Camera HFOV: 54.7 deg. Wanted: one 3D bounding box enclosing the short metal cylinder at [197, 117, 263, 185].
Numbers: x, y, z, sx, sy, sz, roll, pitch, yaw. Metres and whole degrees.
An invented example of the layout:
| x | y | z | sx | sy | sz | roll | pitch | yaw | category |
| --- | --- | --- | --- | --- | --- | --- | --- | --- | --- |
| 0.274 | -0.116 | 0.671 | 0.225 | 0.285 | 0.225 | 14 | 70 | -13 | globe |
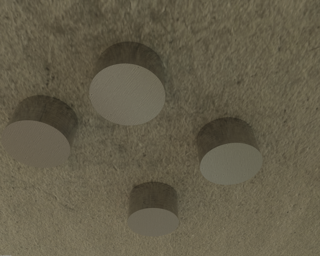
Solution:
| x | y | z | sx | sy | sz | roll | pitch | yaw | category |
| --- | --- | --- | --- | --- | --- | --- | --- | --- | --- |
| 0.092 | 0.032 | 0.420 | 0.081 | 0.050 | 0.079 | 0 | 130 | 0 | short metal cylinder |

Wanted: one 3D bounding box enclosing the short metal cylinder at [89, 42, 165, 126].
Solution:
| x | y | z | sx | sy | sz | roll | pitch | yaw | category |
| --- | --- | --- | --- | --- | --- | --- | --- | --- | --- |
| -0.035 | -0.049 | 0.348 | 0.081 | 0.050 | 0.079 | 0 | 130 | 0 | short metal cylinder |

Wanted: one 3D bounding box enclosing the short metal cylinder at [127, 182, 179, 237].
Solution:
| x | y | z | sx | sy | sz | roll | pitch | yaw | category |
| --- | --- | --- | --- | --- | --- | --- | --- | --- | --- |
| -0.011 | 0.133 | 0.504 | 0.081 | 0.050 | 0.079 | 0 | 130 | 0 | short metal cylinder |

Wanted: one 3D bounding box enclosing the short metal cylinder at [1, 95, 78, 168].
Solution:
| x | y | z | sx | sy | sz | roll | pitch | yaw | category |
| --- | --- | --- | --- | --- | --- | --- | --- | --- | --- |
| -0.150 | 0.005 | 0.393 | 0.081 | 0.050 | 0.079 | 0 | 130 | 0 | short metal cylinder |
